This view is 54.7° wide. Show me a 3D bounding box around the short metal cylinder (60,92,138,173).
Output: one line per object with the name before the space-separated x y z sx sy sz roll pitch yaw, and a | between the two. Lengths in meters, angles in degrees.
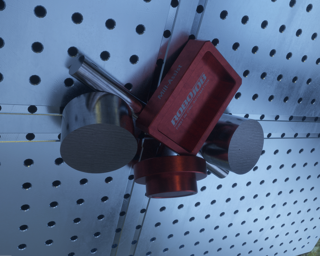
short metal cylinder | -0.068 0.006 0.346 0.081 0.050 0.080 -8 136 -7

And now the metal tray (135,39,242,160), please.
metal tray | 0.040 -0.033 0.390 0.090 0.030 0.130 37 84 -39

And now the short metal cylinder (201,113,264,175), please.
short metal cylinder | 0.106 0.022 0.451 0.081 0.050 0.079 -11 108 -37

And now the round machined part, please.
round machined part | 0.015 0.069 0.416 0.099 0.042 0.098 -4 161 -1

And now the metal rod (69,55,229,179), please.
metal rod | 0.008 0.003 0.417 0.025 0.025 0.301 -49 129 6
